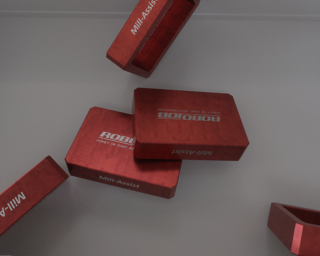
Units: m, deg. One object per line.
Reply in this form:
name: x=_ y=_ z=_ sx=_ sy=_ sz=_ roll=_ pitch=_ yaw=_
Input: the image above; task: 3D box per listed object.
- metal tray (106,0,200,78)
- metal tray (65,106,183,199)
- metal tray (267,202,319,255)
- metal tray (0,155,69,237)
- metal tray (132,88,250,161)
metal tray: x=-0.005 y=-0.130 z=0.396 sx=0.030 sy=0.090 sz=0.130 roll=38 pitch=101 yaw=12
metal tray: x=-0.037 y=0.027 z=0.382 sx=0.131 sy=0.030 sz=0.090 roll=13 pitch=52 yaw=4
metal tray: x=0.194 y=0.116 z=0.331 sx=0.131 sy=0.090 sz=0.030 roll=10 pitch=90 yaw=3
metal tray: x=-0.160 y=0.087 z=0.333 sx=0.130 sy=0.090 sz=0.030 roll=-42 pitch=93 yaw=-19
metal tray: x=0.033 y=-0.006 z=0.380 sx=0.131 sy=0.030 sz=0.090 roll=3 pitch=48 yaw=-10
